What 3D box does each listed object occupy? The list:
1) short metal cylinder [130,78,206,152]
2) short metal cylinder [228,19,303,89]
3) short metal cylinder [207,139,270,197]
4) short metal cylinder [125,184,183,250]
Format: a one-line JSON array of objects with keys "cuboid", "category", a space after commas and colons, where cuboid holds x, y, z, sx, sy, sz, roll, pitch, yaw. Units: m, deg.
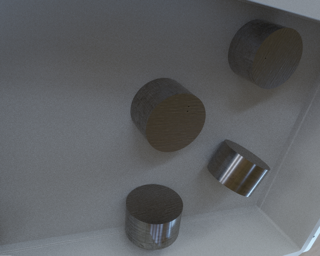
[{"cuboid": [0.010, -0.017, 0.389, 0.081, 0.050, 0.079, -14, 125, -21], "category": "short metal cylinder"}, {"cuboid": [0.139, -0.098, 0.410, 0.081, 0.050, 0.079, -14, 124, -21], "category": "short metal cylinder"}, {"cuboid": [0.121, 0.061, 0.479, 0.080, 0.080, 0.050, 21, 107, -36], "category": "short metal cylinder"}, {"cuboid": [-0.010, 0.127, 0.448, 0.081, 0.080, 0.050, -9, 122, -24], "category": "short metal cylinder"}]
